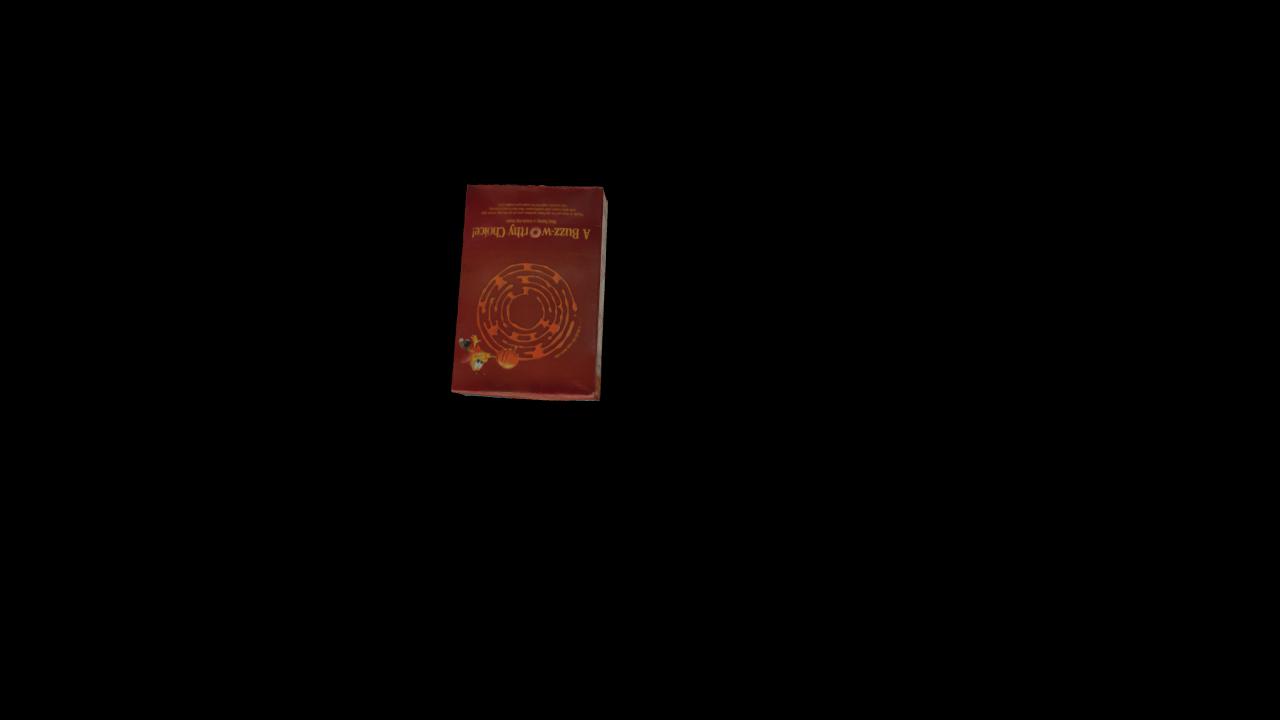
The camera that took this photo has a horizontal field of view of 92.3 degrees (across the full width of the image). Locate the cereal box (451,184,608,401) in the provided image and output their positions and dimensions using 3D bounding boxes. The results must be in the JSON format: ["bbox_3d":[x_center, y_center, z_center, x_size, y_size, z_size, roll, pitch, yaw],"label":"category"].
[{"bbox_3d":[-0.154,-0.095,0.889,0.203,0.306,0.081,1,-7,3],"label":"cereal box"}]
